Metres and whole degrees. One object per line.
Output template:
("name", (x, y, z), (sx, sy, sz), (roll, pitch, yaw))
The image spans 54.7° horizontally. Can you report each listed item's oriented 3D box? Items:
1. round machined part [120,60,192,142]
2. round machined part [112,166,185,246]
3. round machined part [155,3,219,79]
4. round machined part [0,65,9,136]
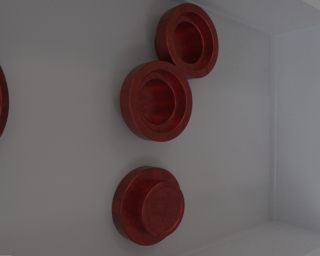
("round machined part", (-0.009, -0.033, 0.387), (0.099, 0.042, 0.097), (-1, 92, -39))
("round machined part", (-0.007, 0.098, 0.390), (0.099, 0.042, 0.097), (0, 90, -40))
("round machined part", (0.032, -0.114, 0.422), (0.099, 0.042, 0.097), (0, 90, -40))
("round machined part", (-0.165, -0.024, 0.235), (0.098, 0.042, 0.097), (-3, 91, -81))
